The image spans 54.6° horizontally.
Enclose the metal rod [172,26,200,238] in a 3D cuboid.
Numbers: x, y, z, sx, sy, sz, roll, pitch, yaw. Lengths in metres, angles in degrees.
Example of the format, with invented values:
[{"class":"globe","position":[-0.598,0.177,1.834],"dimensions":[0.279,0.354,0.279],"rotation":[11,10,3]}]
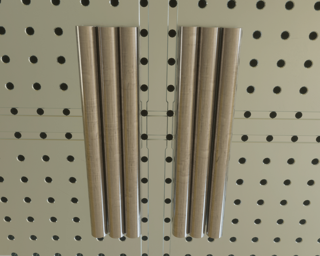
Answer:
[{"class":"metal rod","position":[0.033,0.019,0.420],"dimensions":[0.025,0.025,0.298],"rotation":[1,110,0]}]

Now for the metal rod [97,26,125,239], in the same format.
[{"class":"metal rod","position":[-0.064,0.020,0.419],"dimensions":[0.025,0.025,0.298],"rotation":[1,110,0]}]

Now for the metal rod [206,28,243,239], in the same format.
[{"class":"metal rod","position":[0.084,0.020,0.421],"dimensions":[0.025,0.025,0.298],"rotation":[1,110,0]}]

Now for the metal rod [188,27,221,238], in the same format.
[{"class":"metal rod","position":[0.058,0.020,0.420],"dimensions":[0.025,0.025,0.298],"rotation":[1,110,0]}]

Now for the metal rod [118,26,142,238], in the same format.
[{"class":"metal rod","position":[-0.039,0.020,0.420],"dimensions":[0.025,0.025,0.298],"rotation":[1,110,0]}]

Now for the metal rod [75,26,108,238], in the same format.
[{"class":"metal rod","position":[-0.089,0.019,0.419],"dimensions":[0.025,0.025,0.298],"rotation":[1,110,0]}]
